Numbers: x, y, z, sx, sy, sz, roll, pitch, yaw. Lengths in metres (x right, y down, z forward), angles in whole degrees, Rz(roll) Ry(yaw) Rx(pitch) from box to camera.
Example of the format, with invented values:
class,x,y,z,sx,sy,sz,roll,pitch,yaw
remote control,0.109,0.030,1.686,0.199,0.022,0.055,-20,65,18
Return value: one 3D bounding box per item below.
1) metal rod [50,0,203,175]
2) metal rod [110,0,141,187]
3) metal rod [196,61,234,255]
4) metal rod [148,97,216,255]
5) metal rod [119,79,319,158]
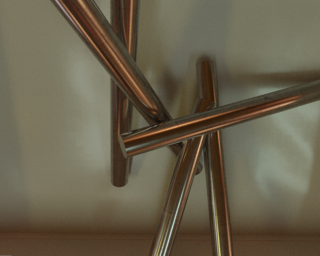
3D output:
class,x,y,z,sx,sy,sz,roll,pitch,yaw
metal rod,-0.010,-0.021,0.320,0.025,0.025,0.300,-26,141,9
metal rod,-0.041,-0.030,0.334,0.025,0.025,0.298,7,135,-3
metal rod,0.069,0.068,0.374,0.025,0.025,0.298,-5,86,1
metal rod,0.011,0.112,0.360,0.025,0.025,0.298,16,91,-6
metal rod,0.102,-0.021,0.348,0.302,0.025,0.025,-16,111,-17
